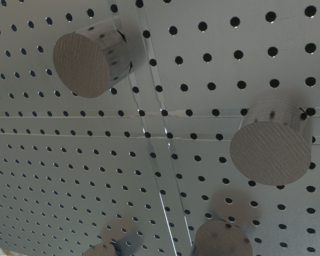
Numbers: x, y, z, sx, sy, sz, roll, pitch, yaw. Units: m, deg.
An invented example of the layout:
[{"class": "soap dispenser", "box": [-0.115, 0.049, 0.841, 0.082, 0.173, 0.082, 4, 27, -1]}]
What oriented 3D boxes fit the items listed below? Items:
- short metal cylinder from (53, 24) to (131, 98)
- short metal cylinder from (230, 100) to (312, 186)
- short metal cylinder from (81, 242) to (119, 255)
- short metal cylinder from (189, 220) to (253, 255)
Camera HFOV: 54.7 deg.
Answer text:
[{"class": "short metal cylinder", "box": [-0.084, -0.084, 0.386, 0.080, 0.050, 0.079, 13, 124, 20]}, {"class": "short metal cylinder", "box": [0.123, 0.016, 0.340, 0.080, 0.050, 0.079, 13, 124, 20]}, {"class": "short metal cylinder", "box": [-0.115, 0.272, 0.602, 0.080, 0.080, 0.050, -8, 114, 31]}, {"class": "short metal cylinder", "box": [0.085, 0.181, 0.442, 0.080, 0.080, 0.050, 21, 126, 15]}]
